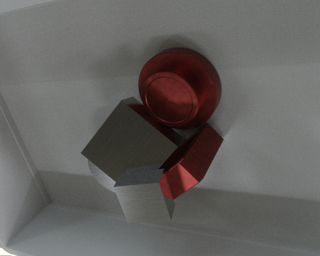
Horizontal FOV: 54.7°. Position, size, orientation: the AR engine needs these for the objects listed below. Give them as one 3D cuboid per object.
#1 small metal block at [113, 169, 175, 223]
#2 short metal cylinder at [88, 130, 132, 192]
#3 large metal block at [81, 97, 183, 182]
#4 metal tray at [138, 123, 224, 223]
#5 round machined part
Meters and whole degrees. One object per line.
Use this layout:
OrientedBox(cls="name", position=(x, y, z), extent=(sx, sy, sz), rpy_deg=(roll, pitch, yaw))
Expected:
OrientedBox(cls="small metal block", position=(-0.016, 0.074, 0.336), extent=(0.050, 0.025, 0.050), rpy_deg=(-9, 114, 17))
OrientedBox(cls="short metal cylinder", position=(-0.055, 0.047, 0.447), extent=(0.080, 0.050, 0.079), rpy_deg=(13, 124, 20))
OrientedBox(cls="large metal block", position=(-0.032, 0.020, 0.372), extent=(0.080, 0.050, 0.080), rpy_deg=(40, 104, 1))
OrientedBox(cls="metal tray", position=(0.015, 0.058, 0.390), extent=(0.030, 0.090, 0.129), rpy_deg=(45, 129, -2))
OrientedBox(cls="round machined part", position=(0.018, -0.040, 0.360), extent=(0.098, 0.042, 0.097), rpy_deg=(13, 124, 20))
